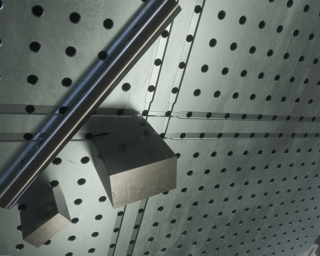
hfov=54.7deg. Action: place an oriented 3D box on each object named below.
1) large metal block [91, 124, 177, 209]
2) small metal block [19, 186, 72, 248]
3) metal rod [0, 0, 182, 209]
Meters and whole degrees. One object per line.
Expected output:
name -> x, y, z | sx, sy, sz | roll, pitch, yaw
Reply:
large metal block -> -0.033, 0.043, 0.386 | 0.081, 0.080, 0.050 | -14, 125, -21
small metal block -> -0.143, 0.110, 0.386 | 0.050, 0.050, 0.025 | -37, 130, -4
metal rod -> -0.085, -0.025, 0.350 | 0.299, 0.025, 0.025 | -48, 129, 6
